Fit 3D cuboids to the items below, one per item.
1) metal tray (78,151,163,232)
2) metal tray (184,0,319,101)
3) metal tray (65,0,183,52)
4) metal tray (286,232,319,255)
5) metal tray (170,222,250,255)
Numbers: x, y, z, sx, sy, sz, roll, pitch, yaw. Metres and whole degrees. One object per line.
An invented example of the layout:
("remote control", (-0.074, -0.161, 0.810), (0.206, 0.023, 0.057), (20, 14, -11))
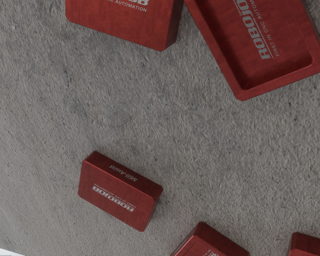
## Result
("metal tray", (-0.068, 0.104, 0.504), (0.130, 0.030, 0.089), (26, 128, 11))
("metal tray", (0.089, -0.099, 0.294), (0.090, 0.030, 0.130), (-22, 107, 36))
("metal tray", (-0.040, -0.146, 0.334), (0.130, 0.030, 0.089), (22, 127, 15))
("metal tray", (0.232, 0.195, 0.401), (0.130, 0.030, 0.089), (12, 124, 21))
("metal tray", (0.071, 0.217, 0.500), (0.090, 0.030, 0.129), (33, 129, 6))
